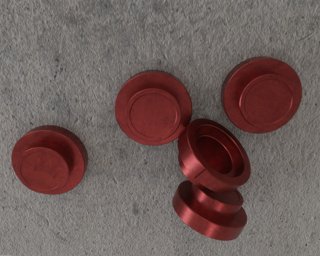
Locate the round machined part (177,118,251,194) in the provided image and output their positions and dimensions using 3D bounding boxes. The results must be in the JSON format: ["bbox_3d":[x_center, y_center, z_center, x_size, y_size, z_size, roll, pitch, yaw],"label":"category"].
[{"bbox_3d":[0.062,0.039,0.389,0.098,0.098,0.042,33,129,-11],"label":"round machined part"}]

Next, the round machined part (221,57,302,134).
[{"bbox_3d":[0.129,-0.038,0.388,0.099,0.042,0.097,0,110,0],"label":"round machined part"}]

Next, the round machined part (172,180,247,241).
[{"bbox_3d":[0.070,0.096,0.407,0.099,0.098,0.042,20,109,-7],"label":"round machined part"}]

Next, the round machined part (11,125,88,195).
[{"bbox_3d":[-0.151,0.049,0.417,0.099,0.042,0.097,0,110,0],"label":"round machined part"}]

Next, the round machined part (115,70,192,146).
[{"bbox_3d":[-0.008,-0.022,0.393,0.099,0.042,0.097,0,110,0],"label":"round machined part"}]
